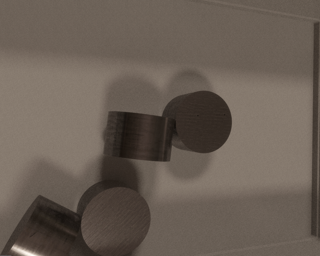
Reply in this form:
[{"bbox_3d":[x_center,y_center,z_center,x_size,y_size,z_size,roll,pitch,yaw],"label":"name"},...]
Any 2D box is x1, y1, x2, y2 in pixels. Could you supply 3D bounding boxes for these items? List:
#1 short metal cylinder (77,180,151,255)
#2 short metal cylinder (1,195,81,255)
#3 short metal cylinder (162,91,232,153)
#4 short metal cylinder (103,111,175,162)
[{"bbox_3d":[-0.058,0.107,0.377,0.081,0.050,0.079,0,90,-21],"label":"short metal cylinder"},{"bbox_3d":[-0.129,0.120,0.334,0.050,0.080,0.080,34,79,-17],"label":"short metal cylinder"},{"bbox_3d":[0.048,-0.008,0.416,0.081,0.050,0.079,0,90,-20],"label":"short metal cylinder"},{"bbox_3d":[-0.025,0.010,0.373,0.081,0.080,0.050,8,88,-20],"label":"short metal cylinder"}]
